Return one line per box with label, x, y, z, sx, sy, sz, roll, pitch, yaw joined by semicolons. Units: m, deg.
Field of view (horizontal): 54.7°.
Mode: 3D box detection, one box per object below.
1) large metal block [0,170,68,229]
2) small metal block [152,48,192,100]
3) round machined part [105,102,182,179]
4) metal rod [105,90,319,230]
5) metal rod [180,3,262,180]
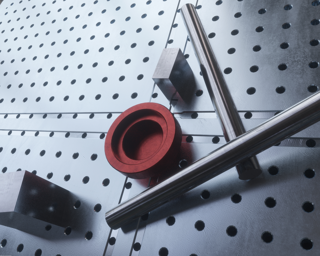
large metal block;-0.184;0.097;0.407;0.080;0.080;0.050;-10;58;22
small metal block;0.018;-0.074;0.427;0.025;0.050;0.050;6;65;30
round machined part;-0.017;0.019;0.393;0.098;0.042;0.098;-13;56;20
metal rod;0.064;0.034;0.324;0.300;0.025;0.025;-32;51;18
metal rod;0.070;-0.070;0.413;0.025;0.025;0.299;-22;53;14
